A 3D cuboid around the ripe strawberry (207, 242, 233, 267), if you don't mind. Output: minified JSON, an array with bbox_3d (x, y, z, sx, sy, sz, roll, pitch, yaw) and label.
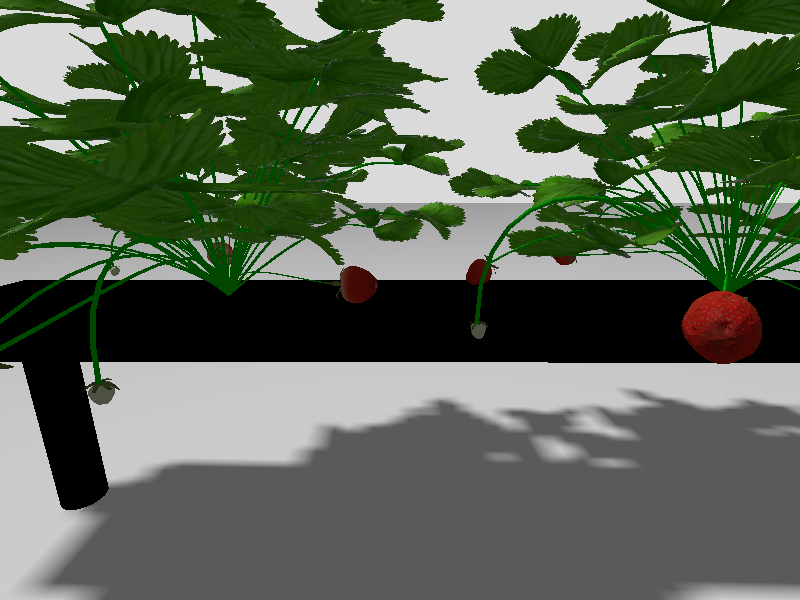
[{"bbox_3d":[-0.224,-0.057,0.500,0.030,0.032,0.033,-7,16,-24],"label":"ripe strawberry"}]

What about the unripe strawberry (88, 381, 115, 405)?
[{"bbox_3d":[-0.126,0.039,0.169,0.009,0.010,0.010,-2,16,-8],"label":"unripe strawberry"}]

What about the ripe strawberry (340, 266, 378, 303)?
[{"bbox_3d":[-0.034,-0.012,0.330,0.030,0.032,0.028,4,16,12],"label":"ripe strawberry"}]

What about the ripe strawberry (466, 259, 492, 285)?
[{"bbox_3d":[0.078,-0.027,0.399,0.027,0.023,0.027,-38,5,18],"label":"ripe strawberry"}]

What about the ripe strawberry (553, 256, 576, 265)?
[{"bbox_3d":[0.207,-0.059,0.510,0.029,0.030,0.031,-8,17,-28],"label":"ripe strawberry"}]

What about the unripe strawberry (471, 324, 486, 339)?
[{"bbox_3d":[0.049,0.019,0.251,0.010,0.010,0.011,-7,17,-24],"label":"unripe strawberry"}]

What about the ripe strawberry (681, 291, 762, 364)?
[{"bbox_3d":[0.172,0.015,0.215,0.034,0.039,0.037,13,20,38],"label":"ripe strawberry"}]

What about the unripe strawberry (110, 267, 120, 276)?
[{"bbox_3d":[-0.298,-0.030,0.419,0.010,0.010,0.009,6,17,22],"label":"unripe strawberry"}]
